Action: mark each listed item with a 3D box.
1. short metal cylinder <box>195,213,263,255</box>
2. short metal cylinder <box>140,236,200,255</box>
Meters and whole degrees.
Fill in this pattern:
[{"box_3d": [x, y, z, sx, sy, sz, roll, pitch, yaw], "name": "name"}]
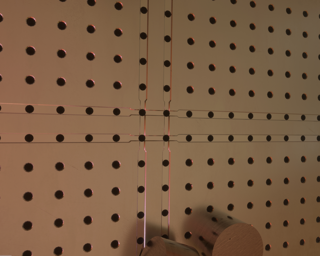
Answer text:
[{"box_3d": [0.096, 0.167, 0.437, 0.081, 0.050, 0.079, 0, 90, -21], "name": "short metal cylinder"}, {"box_3d": [0.009, 0.183, 0.388, 0.050, 0.080, 0.080, 24, 82, -19], "name": "short metal cylinder"}]
